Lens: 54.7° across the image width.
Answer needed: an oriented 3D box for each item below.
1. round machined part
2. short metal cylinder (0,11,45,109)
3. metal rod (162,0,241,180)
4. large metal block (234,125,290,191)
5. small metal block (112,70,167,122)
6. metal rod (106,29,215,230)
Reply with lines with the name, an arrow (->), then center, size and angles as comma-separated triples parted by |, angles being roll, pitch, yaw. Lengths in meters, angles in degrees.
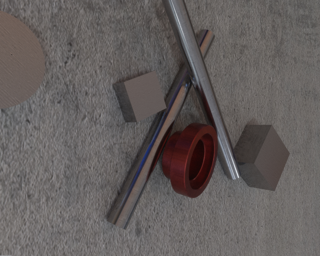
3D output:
round machined part -> 0.038, 0.040, 0.415 | 0.099, 0.042, 0.097 | -27, 123, -52
short metal cylinder -> -0.148, -0.055, 0.265 | 0.081, 0.050, 0.079 | 0, 90, -40
metal rod -> 0.067, -0.041, 0.435 | 0.025, 0.025, 0.299 | -45, 126, -31
large metal block -> 0.174, 0.050, 0.538 | 0.080, 0.050, 0.080 | 48, 61, -30
small metal block -> -0.025, -0.039, 0.386 | 0.050, 0.025, 0.050 | -28, 108, -37
metal rod -> 0.010, -0.013, 0.414 | 0.025, 0.025, 0.300 | 40, 66, -33
